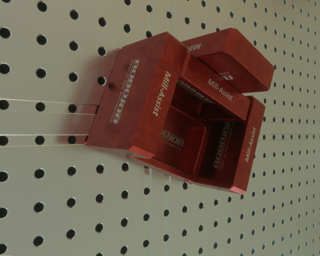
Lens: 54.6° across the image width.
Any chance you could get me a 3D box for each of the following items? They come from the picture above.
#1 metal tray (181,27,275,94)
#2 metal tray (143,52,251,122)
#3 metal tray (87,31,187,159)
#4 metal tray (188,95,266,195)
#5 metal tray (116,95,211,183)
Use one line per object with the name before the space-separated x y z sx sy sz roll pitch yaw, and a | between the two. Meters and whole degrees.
metal tray | 0.062 -0.075 0.391 0.090 0.130 0.030 28 73 -37
metal tray | 0.043 -0.046 0.401 0.131 0.090 0.030 27 73 -37
metal tray | -0.027 -0.035 0.343 0.030 0.090 0.130 28 73 -37
metal tray | 0.090 0.021 0.440 0.030 0.090 0.130 28 73 -37
metal tray | 0.007 0.011 0.410 0.131 0.030 0.090 28 73 -37
